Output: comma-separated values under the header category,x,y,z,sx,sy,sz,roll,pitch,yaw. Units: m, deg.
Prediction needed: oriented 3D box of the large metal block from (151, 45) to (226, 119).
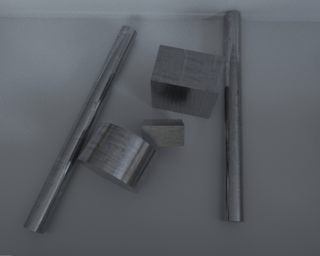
category,x,y,z,sx,sy,sz,roll,pitch,yaw
large metal block,0.034,-0.057,0.402,0.080,0.080,0.050,12,71,4

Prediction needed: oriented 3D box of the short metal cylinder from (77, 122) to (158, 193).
category,x,y,z,sx,sy,sz,roll,pitch,yaw
short metal cylinder,-0.049,0.036,0.367,0.080,0.080,0.050,26,72,9

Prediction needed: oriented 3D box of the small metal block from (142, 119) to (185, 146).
category,x,y,z,sx,sy,sz,roll,pitch,yaw
small metal block,0.004,0.005,0.392,0.050,0.050,0.025,0,100,-1

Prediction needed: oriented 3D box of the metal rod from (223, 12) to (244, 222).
category,x,y,z,sx,sy,sz,roll,pitch,yaw
metal rod,0.099,-0.028,0.421,0.025,0.025,0.299,4,70,1

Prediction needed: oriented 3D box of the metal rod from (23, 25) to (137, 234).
category,x,y,z,sx,sy,sz,roll,pitch,yaw
metal rod,-0.097,-0.012,0.412,0.025,0.025,0.300,19,71,6
